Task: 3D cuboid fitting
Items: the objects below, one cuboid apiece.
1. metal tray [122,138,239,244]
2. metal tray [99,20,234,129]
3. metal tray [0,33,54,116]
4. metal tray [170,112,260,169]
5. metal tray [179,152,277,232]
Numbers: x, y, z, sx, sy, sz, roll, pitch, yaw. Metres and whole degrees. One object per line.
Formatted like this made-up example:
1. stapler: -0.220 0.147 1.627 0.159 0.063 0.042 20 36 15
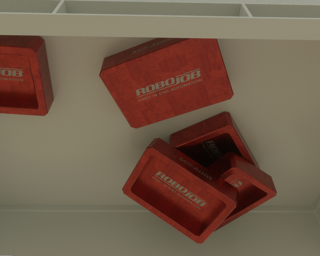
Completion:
1. metal tray: 0.025 0.084 0.411 0.130 0.030 0.089 33 120 5
2. metal tray: 0.009 -0.057 0.358 0.130 0.030 0.090 -17 128 13
3. metal tray: -0.195 -0.061 0.350 0.131 0.030 0.089 4 130 -4
4. metal tray: 0.083 0.045 0.445 0.090 0.030 0.130 -24 127 19
5. metal tray: 0.088 0.098 0.450 0.090 0.030 0.129 32 123 -24
